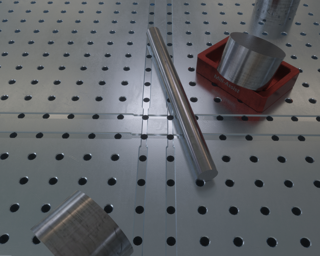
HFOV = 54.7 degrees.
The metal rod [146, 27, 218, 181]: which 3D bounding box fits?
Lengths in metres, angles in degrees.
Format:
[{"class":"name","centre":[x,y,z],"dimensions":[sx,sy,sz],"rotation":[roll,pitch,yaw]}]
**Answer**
[{"class":"metal rod","centre":[0.022,-0.056,0.454],"dimensions":[0.025,0.025,0.300],"rotation":[-10,51,-8]}]

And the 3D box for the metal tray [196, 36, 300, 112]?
[{"class":"metal tray","centre":[0.132,-0.089,0.479],"dimensions":[0.091,0.030,0.130],"rotation":[-35,58,-26]}]

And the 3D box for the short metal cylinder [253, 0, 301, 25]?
[{"class":"short metal cylinder","centre":[0.226,-0.244,0.598],"dimensions":[0.080,0.050,0.080],"rotation":[0,50,0]}]

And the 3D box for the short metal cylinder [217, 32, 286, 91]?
[{"class":"short metal cylinder","centre":[0.127,-0.095,0.439],"dimensions":[0.081,0.050,0.080],"rotation":[13,34,-9]}]

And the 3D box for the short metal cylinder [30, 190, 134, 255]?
[{"class":"short metal cylinder","centre":[-0.071,0.104,0.284],"dimensions":[0.080,0.080,0.050],"rotation":[34,58,25]}]
